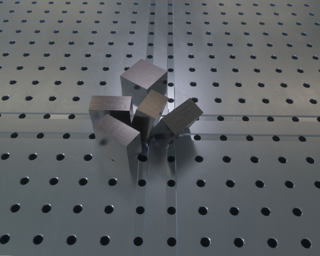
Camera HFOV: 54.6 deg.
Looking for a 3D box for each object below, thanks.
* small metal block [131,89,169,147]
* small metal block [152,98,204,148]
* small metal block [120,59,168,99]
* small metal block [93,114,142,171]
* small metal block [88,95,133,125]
[{"bbox_3d":[-0.016,-0.013,0.393,0.025,0.050,0.050,27,40,3],"label":"small metal block"},{"bbox_3d":[0.021,-0.006,0.393,0.050,0.050,0.025,-37,82,-27],"label":"small metal block"},{"bbox_3d":[-0.024,-0.073,0.469,0.050,0.025,0.050,29,56,22],"label":"small metal block"},{"bbox_3d":[-0.050,0.018,0.377,0.050,0.050,0.025,28,56,22],"label":"small metal block"},{"bbox_3d":[-0.061,-0.015,0.404,0.050,0.050,0.025,1,50,2],"label":"small metal block"}]
